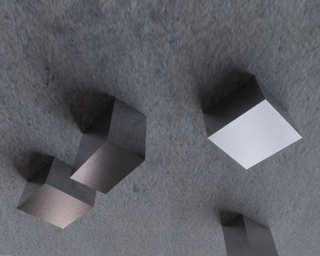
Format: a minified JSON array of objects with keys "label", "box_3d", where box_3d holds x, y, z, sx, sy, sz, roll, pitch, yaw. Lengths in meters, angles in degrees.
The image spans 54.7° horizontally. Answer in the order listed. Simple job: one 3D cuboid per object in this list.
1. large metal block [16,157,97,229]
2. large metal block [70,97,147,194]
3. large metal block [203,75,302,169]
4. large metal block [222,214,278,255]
[{"label":"large metal block","box_3d":[-0.155,0.101,0.475,0.080,0.050,0.080,37,121,-27]},{"label":"large metal block","box_3d":[-0.062,0.022,0.389,0.050,0.080,0.080,32,123,-25]},{"label":"large metal block","box_3d":[0.114,-0.004,0.389,0.080,0.050,0.080,-37,121,27]},{"label":"large metal block","box_3d":[0.164,0.215,0.557,0.080,0.080,0.050,32,123,-24]}]
